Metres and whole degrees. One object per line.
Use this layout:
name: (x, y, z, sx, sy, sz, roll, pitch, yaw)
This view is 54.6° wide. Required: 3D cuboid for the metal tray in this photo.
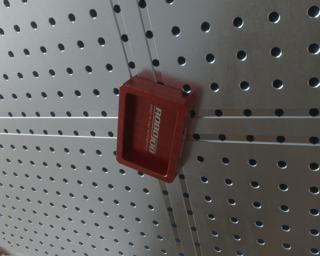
metal tray: (-0.011, 0.005, 0.416, 0.090, 0.030, 0.129, 20, 126, 16)
